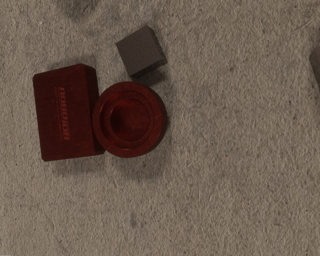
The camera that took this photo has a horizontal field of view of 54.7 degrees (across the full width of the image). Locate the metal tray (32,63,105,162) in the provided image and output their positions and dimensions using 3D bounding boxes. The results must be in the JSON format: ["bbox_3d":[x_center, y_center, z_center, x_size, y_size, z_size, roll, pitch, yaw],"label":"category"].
[{"bbox_3d":[-0.133,-0.020,0.452,0.090,0.030,0.129,-8,87,19],"label":"metal tray"}]

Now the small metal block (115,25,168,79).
[{"bbox_3d":[-0.025,-0.101,0.417,0.050,0.025,0.050,-25,82,18],"label":"small metal block"}]

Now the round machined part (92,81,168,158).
[{"bbox_3d":[-0.036,-0.011,0.412,0.098,0.042,0.097,0,90,19],"label":"round machined part"}]

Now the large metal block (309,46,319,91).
[{"bbox_3d":[0.212,-0.054,0.321,0.080,0.050,0.080,-17,85,19],"label":"large metal block"}]
